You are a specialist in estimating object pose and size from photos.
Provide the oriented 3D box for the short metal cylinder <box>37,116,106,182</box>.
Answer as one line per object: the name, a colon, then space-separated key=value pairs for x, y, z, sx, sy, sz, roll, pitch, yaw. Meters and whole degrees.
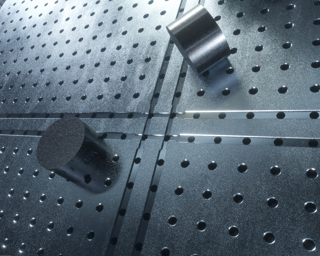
short metal cylinder: x=-0.125 y=0.030 z=0.439 sx=0.080 sy=0.050 sz=0.080 roll=-13 pitch=56 yaw=21

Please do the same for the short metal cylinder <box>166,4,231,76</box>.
short metal cylinder: x=0.051 y=-0.117 z=0.418 sx=0.050 sy=0.080 sz=0.080 roll=-34 pitch=51 yaw=6
